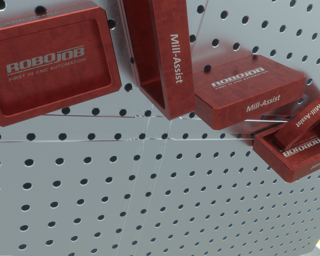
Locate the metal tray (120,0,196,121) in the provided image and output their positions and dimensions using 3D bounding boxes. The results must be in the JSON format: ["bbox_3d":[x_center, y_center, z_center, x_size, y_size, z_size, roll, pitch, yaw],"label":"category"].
[{"bbox_3d":[-0.003,-0.083,0.315,0.030,0.090,0.129,-21,127,-16],"label":"metal tray"}]

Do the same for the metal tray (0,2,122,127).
[{"bbox_3d":[-0.111,-0.064,0.307,0.131,0.030,0.090,-20,126,-17],"label":"metal tray"}]

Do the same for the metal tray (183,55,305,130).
[{"bbox_3d":[0.101,-0.050,0.392,0.131,0.090,0.030,-20,126,-17],"label":"metal tray"}]

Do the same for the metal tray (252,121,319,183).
[{"bbox_3d":[0.233,0.028,0.509,0.131,0.090,0.030,-20,133,-17],"label":"metal tray"}]

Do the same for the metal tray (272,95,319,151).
[{"bbox_3d":[0.263,-0.004,0.527,0.130,0.030,0.090,-44,140,12],"label":"metal tray"}]
